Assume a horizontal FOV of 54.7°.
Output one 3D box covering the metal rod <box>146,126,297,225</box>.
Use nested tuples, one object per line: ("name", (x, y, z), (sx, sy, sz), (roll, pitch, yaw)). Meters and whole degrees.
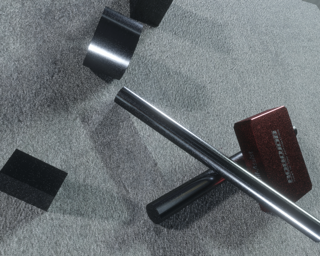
("metal rod", (0.106, 0.050, 0.432), (0.302, 0.025, 0.025), (-22, 74, -36))

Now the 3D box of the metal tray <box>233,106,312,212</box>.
("metal tray", (0.162, 0.042, 0.438), (0.091, 0.030, 0.129), (-19, 91, -36))

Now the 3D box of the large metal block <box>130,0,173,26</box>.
("large metal block", (-0.012, -0.229, 0.504), (0.050, 0.080, 0.080), (9, 58, -24))

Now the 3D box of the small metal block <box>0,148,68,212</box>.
("small metal block", (-0.121, 0.051, 0.292), (0.050, 0.050, 0.025), (29, 52, -11))

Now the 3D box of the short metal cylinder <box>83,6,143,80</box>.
("short metal cylinder", (-0.062, -0.109, 0.403), (0.050, 0.080, 0.080), (22, 54, -16))

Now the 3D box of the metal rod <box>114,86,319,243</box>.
("metal rod", (0.071, 0.041, 0.387), (0.301, 0.025, 0.025), (35, 50, 6))
